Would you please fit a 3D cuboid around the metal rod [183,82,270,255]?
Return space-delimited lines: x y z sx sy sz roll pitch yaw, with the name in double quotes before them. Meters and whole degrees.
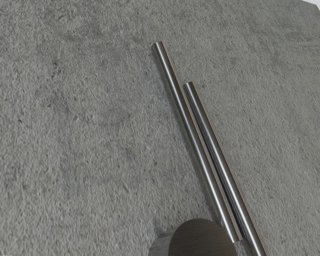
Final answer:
"metal rod" 0.089 0.068 0.411 0.025 0.025 0.299 -6 65 -31

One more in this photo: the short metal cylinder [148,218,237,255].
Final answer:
"short metal cylinder" 0.034 0.140 0.322 0.081 0.050 0.080 14 56 -21

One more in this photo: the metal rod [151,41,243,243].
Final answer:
"metal rod" 0.042 0.005 0.425 0.025 0.025 0.299 -5 64 -31
